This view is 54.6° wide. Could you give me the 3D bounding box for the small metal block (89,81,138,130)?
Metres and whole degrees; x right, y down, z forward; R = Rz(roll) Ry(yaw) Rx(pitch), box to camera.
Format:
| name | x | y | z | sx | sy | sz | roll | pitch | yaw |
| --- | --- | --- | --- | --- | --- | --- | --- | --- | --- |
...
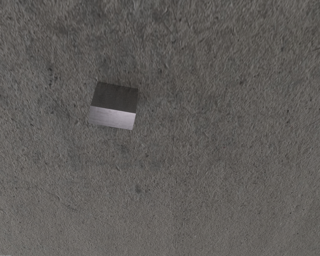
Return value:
| name | x | y | z | sx | sy | sz | roll | pitch | yaw |
| --- | --- | --- | --- | --- | --- | --- | --- | --- | --- |
| small metal block | -0.054 | -0.027 | 0.367 | 0.050 | 0.050 | 0.025 | 10 | 129 | -8 |
